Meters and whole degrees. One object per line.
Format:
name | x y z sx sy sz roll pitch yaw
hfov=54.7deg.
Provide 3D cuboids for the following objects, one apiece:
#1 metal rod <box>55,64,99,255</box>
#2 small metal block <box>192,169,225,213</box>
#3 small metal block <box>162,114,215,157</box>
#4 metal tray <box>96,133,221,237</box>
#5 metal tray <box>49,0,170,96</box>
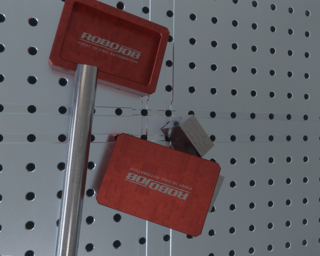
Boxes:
metal rod | -0.101 0.078 0.359 0.025 0.025 0.298 6 94 -20
small metal block | 0.055 0.081 0.420 0.025 0.050 0.050 27 81 -18
small metal block | 0.036 0.012 0.411 0.025 0.050 0.050 -41 103 -23
metal tray | -0.001 0.068 0.382 0.131 0.030 0.090 18 84 5
metal tray | -0.061 -0.100 0.387 0.131 0.030 0.090 15 85 -20
